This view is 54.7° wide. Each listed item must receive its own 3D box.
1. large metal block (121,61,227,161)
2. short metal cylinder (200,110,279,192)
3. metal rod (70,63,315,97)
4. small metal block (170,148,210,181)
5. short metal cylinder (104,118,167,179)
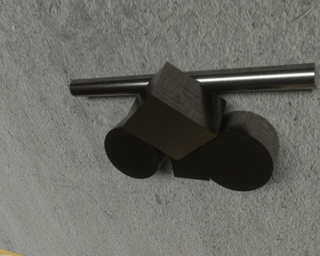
[{"bbox_3d":[0.014,-0.015,0.352,0.080,0.050,0.080,31,144,-13],"label":"large metal block"},{"bbox_3d":[0.093,0.026,0.359,0.080,0.050,0.079,13,124,21],"label":"short metal cylinder"},{"bbox_3d":[0.015,-0.053,0.367,0.300,0.025,0.025,1,119,27],"label":"metal rod"},{"bbox_3d":[0.042,0.040,0.412,0.050,0.025,0.050,2,120,27],"label":"small metal block"},{"bbox_3d":[-0.027,0.022,0.419,0.080,0.050,0.079,13,124,21],"label":"short metal cylinder"}]
